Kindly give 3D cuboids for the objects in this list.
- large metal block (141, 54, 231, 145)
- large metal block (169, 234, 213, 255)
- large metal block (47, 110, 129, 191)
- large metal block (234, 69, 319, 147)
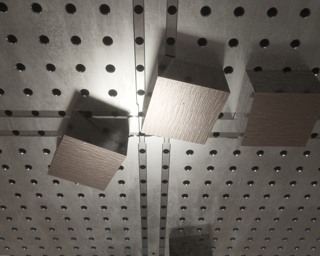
[{"bbox_3d":[0.026,-0.032,0.368,0.081,0.050,0.079,11,129,-10],"label":"large metal block"},{"bbox_3d":[0.065,0.259,0.617,0.080,0.050,0.080,-9,130,7],"label":"large metal block"},{"bbox_3d":[-0.097,0.033,0.422,0.080,0.050,0.080,22,127,-18],"label":"large metal block"},{"bbox_3d":[0.141,-0.023,0.378,0.081,0.050,0.079,1,130,-1],"label":"large metal block"}]
